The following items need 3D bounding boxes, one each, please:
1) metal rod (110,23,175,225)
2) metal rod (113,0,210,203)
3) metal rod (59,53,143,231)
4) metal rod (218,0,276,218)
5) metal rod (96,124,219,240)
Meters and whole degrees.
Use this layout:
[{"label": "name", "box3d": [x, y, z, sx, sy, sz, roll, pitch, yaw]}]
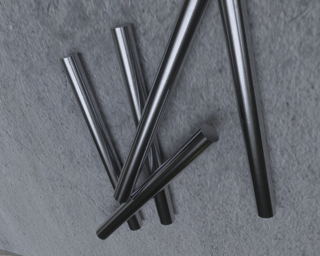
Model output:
[{"label": "metal rod", "box3d": [-0.017, 0.013, 0.422, 0.025, 0.025, 0.298, 2, 120, 27]}, {"label": "metal rod", "box3d": [-0.007, -0.022, 0.371, 0.025, 0.025, 0.298, 28, 120, 10]}, {"label": "metal rod", "box3d": [-0.081, 0.036, 0.469, 0.025, 0.025, 0.298, -3, 117, 29]}, {"label": "metal rod", "box3d": [0.098, -0.023, 0.340, 0.025, 0.025, 0.298, -3, 117, 29]}, {"label": "metal rod", "box3d": [-0.021, 0.093, 0.439, 0.025, 0.025, 0.298, 41, 129, 0]}]
